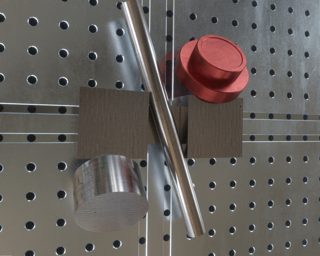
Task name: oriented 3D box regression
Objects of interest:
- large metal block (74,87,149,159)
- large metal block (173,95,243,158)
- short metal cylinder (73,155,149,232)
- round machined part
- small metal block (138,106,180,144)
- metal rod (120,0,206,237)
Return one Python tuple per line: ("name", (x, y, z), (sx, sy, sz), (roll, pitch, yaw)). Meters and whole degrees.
("large metal block", (-0.060, -0.005, 0.378), (0.081, 0.050, 0.080), (2, 89, -20))
("large metal block", (0.064, -0.001, 0.424), (0.081, 0.050, 0.080), (1, 90, -20))
("short metal cylinder", (-0.057, 0.076, 0.356), (0.081, 0.050, 0.080), (-10, 135, -9))
("round machined part", (0.072, -0.083, 0.404), (0.099, 0.042, 0.098), (10, 52, -13))
("small metal block", (-0.002, -0.004, 0.412), (0.050, 0.025, 0.050), (1, 90, -20))
("metal rod", (0.006, -0.007, 0.387), (0.025, 0.025, 0.298), (-18, 96, -19))
